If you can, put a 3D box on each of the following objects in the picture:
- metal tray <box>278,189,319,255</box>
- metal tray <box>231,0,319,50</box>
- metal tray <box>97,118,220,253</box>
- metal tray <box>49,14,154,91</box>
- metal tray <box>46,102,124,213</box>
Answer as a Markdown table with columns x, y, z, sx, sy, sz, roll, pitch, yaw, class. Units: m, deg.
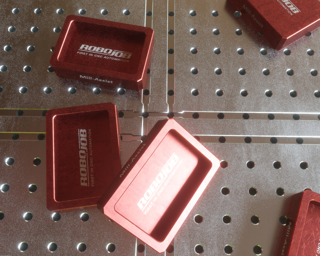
| x | y | z | sx | sy | sz | roll | pitch | yaw | class |
| --- | --- | --- | --- | --- | --- | --- | --- | --- | --- |
| 0.188 | 0.148 | 0.355 | 0.090 | 0.030 | 0.130 | 21 | 71 | 7 | metal tray |
| 0.180 | -0.194 | 0.481 | 0.090 | 0.030 | 0.130 | -31 | 73 | -11 | metal tray |
| 0.002 | 0.065 | 0.364 | 0.090 | 0.030 | 0.130 | 41 | 73 | -17 | metal tray |
| -0.080 | -0.110 | 0.448 | 0.131 | 0.030 | 0.090 | 11 | 70 | 4 | metal tray |
| -0.095 | 0.036 | 0.395 | 0.091 | 0.030 | 0.130 | -7 | 70 | -3 | metal tray |
